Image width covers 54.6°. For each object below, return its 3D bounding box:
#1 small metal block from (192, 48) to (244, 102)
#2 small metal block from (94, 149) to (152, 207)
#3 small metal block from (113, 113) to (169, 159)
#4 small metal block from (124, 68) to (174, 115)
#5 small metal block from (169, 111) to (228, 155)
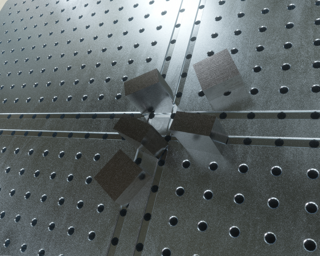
[{"bbox_3d":[0.077,-0.071,0.412,0.050,0.025,0.050,-24,53,13],"label":"small metal block"},{"bbox_3d":[-0.048,0.063,0.396,0.050,0.025,0.050,-48,51,-6],"label":"small metal block"},{"bbox_3d":[-0.024,0.011,0.399,0.050,0.050,0.025,25,75,36],"label":"small metal block"},{"bbox_3d":[-0.015,-0.049,0.431,0.050,0.050,0.025,-21,54,16],"label":"small metal block"},{"bbox_3d":[0.046,0.006,0.365,0.050,0.050,0.025,10,67,32],"label":"small metal block"}]
